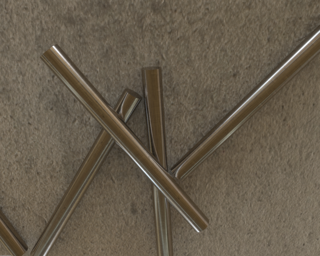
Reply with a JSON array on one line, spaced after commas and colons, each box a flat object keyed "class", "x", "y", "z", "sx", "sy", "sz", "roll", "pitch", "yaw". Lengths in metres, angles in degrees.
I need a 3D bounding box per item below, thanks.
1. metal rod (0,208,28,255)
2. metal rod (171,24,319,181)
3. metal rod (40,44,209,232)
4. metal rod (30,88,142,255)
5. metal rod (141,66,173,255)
[{"class": "metal rod", "x": -0.275, "y": 0.063, "z": 0.429, "sx": 0.025, "sy": 0.025, "sz": 0.299, "roll": -23, "pitch": 109, "yaw": 8}, {"class": "metal rod", "x": 0.125, "y": -0.039, "z": 0.397, "sx": 0.025, "sy": 0.025, "sz": 0.299, "roll": 41, "pitch": 105, "yaw": -14}, {"class": "metal rod", "x": -0.033, "y": 0.024, "z": 0.390, "sx": 0.025, "sy": 0.025, "sz": 0.300, "roll": -36, "pitch": 107, "yaw": 12}, {"class": "metal rod", "x": -0.111, "y": 0.077, "z": 0.436, "sx": 0.025, "sy": 0.025, "sz": 0.298, "roll": 29, "pitch": 107, "yaw": -11}, {"class": "metal rod", "x": -0.001, "y": 0.065, "z": 0.433, "sx": 0.025, "sy": 0.025, "sz": 0.298, "roll": -4, "pitch": 110, "yaw": 1}]
